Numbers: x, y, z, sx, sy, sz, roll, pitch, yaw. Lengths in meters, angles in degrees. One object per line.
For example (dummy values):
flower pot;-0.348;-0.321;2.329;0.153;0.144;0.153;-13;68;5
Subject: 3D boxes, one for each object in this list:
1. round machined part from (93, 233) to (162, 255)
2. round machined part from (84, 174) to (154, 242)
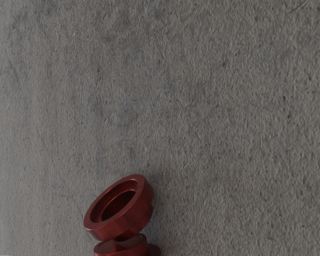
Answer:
round machined part;-0.047;0.166;0.394;0.098;0.099;0.042;-11;89;39
round machined part;-0.048;0.110;0.410;0.098;0.098;0.042;-20;113;38
